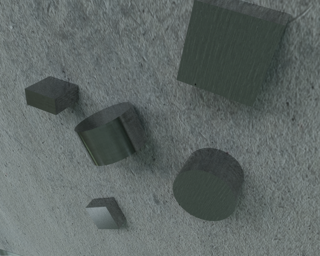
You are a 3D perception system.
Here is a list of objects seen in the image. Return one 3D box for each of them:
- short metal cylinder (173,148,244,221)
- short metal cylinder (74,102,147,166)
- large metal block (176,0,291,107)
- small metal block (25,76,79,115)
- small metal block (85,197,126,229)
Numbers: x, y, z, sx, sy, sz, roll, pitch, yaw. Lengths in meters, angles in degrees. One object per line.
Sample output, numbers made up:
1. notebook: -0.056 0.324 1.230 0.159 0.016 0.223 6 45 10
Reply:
1. short metal cylinder: 0.063 0.073 0.401 0.080 0.050 0.079 13 124 20
2. short metal cylinder: -0.064 0.006 0.407 0.080 0.080 0.050 -11 113 32
3. large metal block: 0.070 -0.078 0.305 0.080 0.050 0.079 22 127 14
4. small metal block: -0.152 -0.047 0.439 0.050 0.050 0.025 19 126 16
5. small metal block: -0.096 0.152 0.549 0.050 0.025 0.050 -13 112 33
